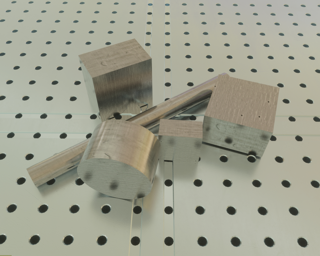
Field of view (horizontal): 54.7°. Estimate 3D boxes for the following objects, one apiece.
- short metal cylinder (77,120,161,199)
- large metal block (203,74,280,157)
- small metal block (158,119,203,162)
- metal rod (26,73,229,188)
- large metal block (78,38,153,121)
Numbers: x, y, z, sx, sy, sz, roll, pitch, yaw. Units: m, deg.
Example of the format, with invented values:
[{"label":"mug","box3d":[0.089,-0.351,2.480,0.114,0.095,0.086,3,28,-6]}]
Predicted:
[{"label":"short metal cylinder","box3d":[-0.043,0.036,0.340,0.080,0.080,0.050,9,51,7]},{"label":"large metal block","box3d":[0.104,-0.018,0.404,0.080,0.050,0.080,15,52,12]},{"label":"small metal block","box3d":[0.024,0.016,0.378,0.050,0.050,0.025,4,50,3]},{"label":"metal rod","box3d":[-0.024,-0.007,0.413,0.302,0.025,0.025,-28,56,-22]},{"label":"large metal block","box3d":[-0.058,-0.066,0.428,0.081,0.080,0.050,-23,54,-18]}]
